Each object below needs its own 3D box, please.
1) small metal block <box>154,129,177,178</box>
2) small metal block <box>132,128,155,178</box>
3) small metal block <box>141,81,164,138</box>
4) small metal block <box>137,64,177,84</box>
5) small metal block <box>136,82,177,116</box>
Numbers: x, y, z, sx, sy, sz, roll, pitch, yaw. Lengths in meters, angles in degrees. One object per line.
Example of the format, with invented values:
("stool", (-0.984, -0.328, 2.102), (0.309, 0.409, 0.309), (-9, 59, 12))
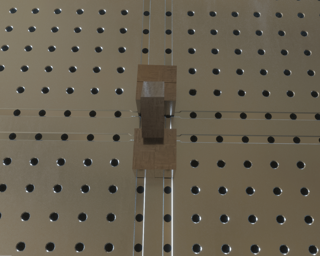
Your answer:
("small metal block", (0.007, 0.032, 0.385), (0.025, 0.050, 0.050), (1, 70, 0))
("small metal block", (-0.019, 0.032, 0.386), (0.025, 0.050, 0.050), (1, 70, 0))
("small metal block", (-0.008, -0.023, 0.363), (0.025, 0.050, 0.050), (0, 28, 1))
("small metal block", (-0.004, -0.062, 0.420), (0.050, 0.050, 0.025), (2, 70, 0))
("small metal block", (-0.005, -0.038, 0.412), (0.050, 0.050, 0.025), (2, 70, 0))
